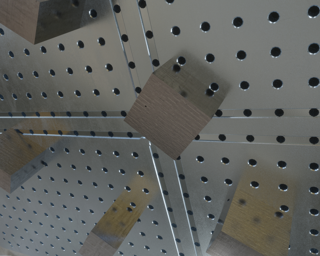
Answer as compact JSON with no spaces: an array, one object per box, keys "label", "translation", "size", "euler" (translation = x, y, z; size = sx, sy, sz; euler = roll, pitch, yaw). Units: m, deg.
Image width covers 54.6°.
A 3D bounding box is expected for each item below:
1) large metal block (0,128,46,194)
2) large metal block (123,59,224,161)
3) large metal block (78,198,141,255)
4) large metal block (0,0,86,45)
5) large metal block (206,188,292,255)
[{"label":"large metal block","translation":[-0.266,0.056,0.552],"size":[0.080,0.080,0.050],"euler":[30,128,9]},{"label":"large metal block","translation":[0.015,-0.021,0.374],"size":[0.080,0.050,0.080],"euler":[38,129,2]},{"label":"large metal block","translation":[-0.086,0.182,0.534],"size":[0.050,0.080,0.080],"euler":[35,129,5]},{"label":"large metal block","translation":[-0.146,-0.149,0.361],"size":[0.080,0.080,0.050],"euler":[33,129,6]},{"label":"large metal block","translation":[0.116,0.138,0.400],"size":[0.080,0.080,0.050],"euler":[28,128,10]}]
